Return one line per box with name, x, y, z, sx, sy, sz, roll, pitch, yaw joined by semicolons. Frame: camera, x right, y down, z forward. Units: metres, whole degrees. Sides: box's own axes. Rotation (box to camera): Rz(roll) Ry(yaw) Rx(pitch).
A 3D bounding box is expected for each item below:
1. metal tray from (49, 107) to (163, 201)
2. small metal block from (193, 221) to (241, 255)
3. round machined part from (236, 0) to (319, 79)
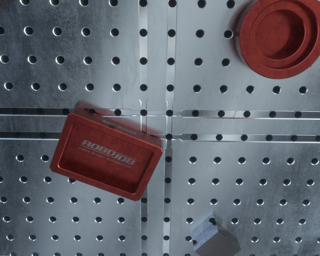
metal tray;-0.072;0.037;0.423;0.131;0.030;0.089;22;109;-8
small metal block;0.088;0.181;0.481;0.050;0.025;0.050;41;105;-14
round machined part;0.138;-0.110;0.365;0.099;0.042;0.097;0;110;0
